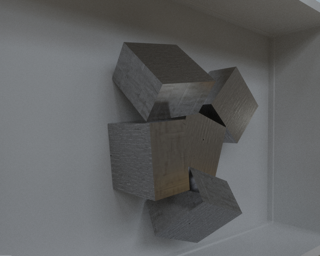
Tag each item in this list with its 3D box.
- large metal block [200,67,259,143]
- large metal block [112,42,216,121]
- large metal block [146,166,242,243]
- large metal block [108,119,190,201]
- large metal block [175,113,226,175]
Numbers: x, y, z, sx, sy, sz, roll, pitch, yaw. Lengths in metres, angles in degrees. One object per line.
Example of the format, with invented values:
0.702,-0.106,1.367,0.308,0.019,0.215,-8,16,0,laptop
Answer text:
0.096,-0.034,0.472,0.080,0.050,0.080,52,60,-28,large metal block
0.003,-0.057,0.366,0.081,0.080,0.050,-10,138,-39,large metal block
0.043,0.102,0.399,0.080,0.080,0.050,26,32,-39,large metal block
-0.015,0.032,0.359,0.050,0.080,0.079,-7,95,-40,large metal block
0.039,0.024,0.424,0.080,0.050,0.080,24,75,-38,large metal block
